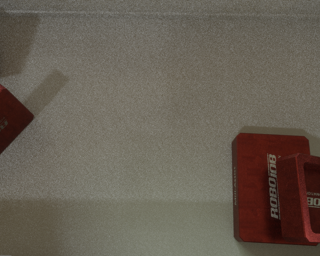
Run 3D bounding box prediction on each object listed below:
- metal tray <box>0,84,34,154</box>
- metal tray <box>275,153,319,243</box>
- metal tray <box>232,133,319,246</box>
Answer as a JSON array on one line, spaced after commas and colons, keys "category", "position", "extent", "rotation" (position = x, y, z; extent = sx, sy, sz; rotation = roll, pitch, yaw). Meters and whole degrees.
[{"category": "metal tray", "position": [-0.222, 0.011, 0.369], "extent": [0.030, 0.090, 0.130], "rotation": [35, 74, 11]}, {"category": "metal tray", "position": [0.194, 0.083, 0.349], "extent": [0.131, 0.030, 0.090], "rotation": [11, 69, -23]}, {"category": "metal tray", "position": [0.138, 0.073, 0.381], "extent": [0.091, 0.030, 0.130], "rotation": [3, 70, 1]}]
